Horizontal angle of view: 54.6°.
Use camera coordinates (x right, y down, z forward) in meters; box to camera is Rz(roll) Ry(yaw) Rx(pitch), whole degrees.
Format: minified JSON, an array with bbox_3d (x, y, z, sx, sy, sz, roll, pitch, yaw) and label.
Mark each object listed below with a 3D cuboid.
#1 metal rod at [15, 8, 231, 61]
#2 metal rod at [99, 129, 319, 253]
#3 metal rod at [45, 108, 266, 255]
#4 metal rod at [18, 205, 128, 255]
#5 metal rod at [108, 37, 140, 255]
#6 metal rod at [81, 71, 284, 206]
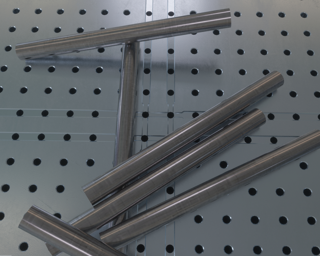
[{"bbox_3d":[-0.055,-0.129,0.433,0.301,0.025,0.025,-7,70,7],"label":"metal rod"},{"bbox_3d":[0.074,0.069,0.372,0.302,0.025,0.025,-23,72,-14],"label":"metal rod"},{"bbox_3d":[0.009,0.055,0.372,0.302,0.025,0.025,-29,73,-18],"label":"metal rod"},{"bbox_3d":[-0.002,0.162,0.316,0.301,0.025,0.025,30,72,-4],"label":"metal rod"},{"bbox_3d":[-0.046,0.008,0.408,0.025,0.025,0.299,2,70,0],"label":"metal rod"},{"bbox_3d":[0.042,0.004,0.394,0.302,0.025,0.025,-31,73,-17],"label":"metal rod"}]
